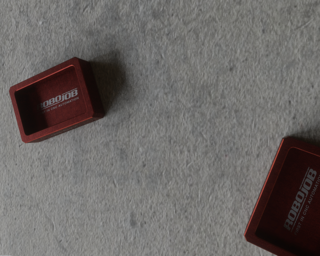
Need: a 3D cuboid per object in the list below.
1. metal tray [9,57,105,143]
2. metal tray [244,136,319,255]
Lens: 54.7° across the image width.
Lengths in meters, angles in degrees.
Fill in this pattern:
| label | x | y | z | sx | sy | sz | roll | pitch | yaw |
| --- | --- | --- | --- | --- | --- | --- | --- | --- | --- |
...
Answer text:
| label | x | y | z | sx | sy | sz | roll | pitch | yaw |
| --- | --- | --- | --- | --- | --- | --- | --- | --- | --- |
| metal tray | -0.154 | -0.038 | 0.458 | 0.130 | 0.030 | 0.090 | -19 | 84 | 18 |
| metal tray | 0.161 | 0.083 | 0.349 | 0.090 | 0.030 | 0.129 | 22 | 97 | 18 |
